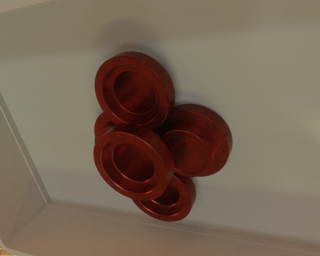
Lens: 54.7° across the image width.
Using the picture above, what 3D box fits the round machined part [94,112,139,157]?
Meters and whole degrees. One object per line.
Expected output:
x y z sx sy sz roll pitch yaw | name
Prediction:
-0.051 0.019 0.432 0.098 0.042 0.097 13 124 20 | round machined part

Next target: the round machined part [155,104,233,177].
0.037 0.022 0.388 0.098 0.042 0.097 13 124 20 | round machined part

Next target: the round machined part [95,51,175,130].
-0.027 -0.046 0.379 0.098 0.042 0.097 13 124 20 | round machined part

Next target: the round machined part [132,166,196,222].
0.005 0.082 0.442 0.098 0.042 0.097 13 124 20 | round machined part

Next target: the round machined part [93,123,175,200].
-0.028 0.037 0.376 0.098 0.042 0.097 13 124 20 | round machined part
